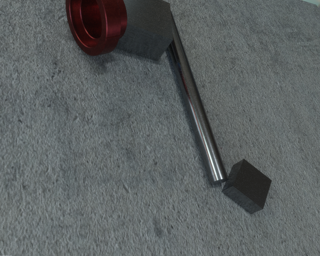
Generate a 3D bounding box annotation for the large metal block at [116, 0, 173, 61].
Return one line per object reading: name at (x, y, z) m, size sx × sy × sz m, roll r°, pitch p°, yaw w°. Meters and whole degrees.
large metal block at (-0.030, -0.158, 0.467) m, size 0.081 × 0.050 × 0.080 m, roll 13°, pitch 56°, yaw -25°

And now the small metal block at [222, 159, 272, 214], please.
small metal block at (0.119, 0.079, 0.422) m, size 0.050 × 0.025 × 0.050 m, roll 38°, pitch 51°, yaw -3°

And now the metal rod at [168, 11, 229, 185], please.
metal rod at (0.043, -0.061, 0.466) m, size 0.025 × 0.025 × 0.299 m, roll 0°, pitch 62°, yaw -29°

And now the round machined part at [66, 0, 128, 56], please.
round machined part at (-0.080, -0.147, 0.405) m, size 0.042 × 0.097 × 0.098 m, roll -24°, pitch 75°, yaw -36°
